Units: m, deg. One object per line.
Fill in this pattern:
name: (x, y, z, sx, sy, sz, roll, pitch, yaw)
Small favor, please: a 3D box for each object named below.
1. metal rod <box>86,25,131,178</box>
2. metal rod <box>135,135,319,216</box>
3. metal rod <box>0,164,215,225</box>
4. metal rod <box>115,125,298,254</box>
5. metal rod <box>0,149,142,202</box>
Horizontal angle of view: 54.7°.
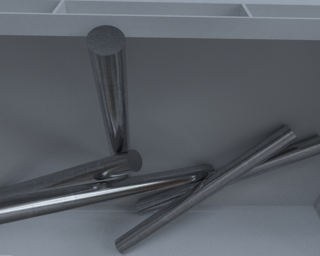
metal rod: (-0.045, 0.006, 0.335, 0.025, 0.025, 0.299, 3, 155, -3)
metal rod: (0.096, 0.079, 0.477, 0.300, 0.025, 0.025, -24, 127, 18)
metal rod: (-0.046, 0.074, 0.379, 0.303, 0.025, 0.025, -3, 138, -37)
metal rod: (0.059, 0.093, 0.444, 0.300, 0.025, 0.025, -36, 123, 10)
metal rod: (-0.146, 0.074, 0.419, 0.300, 0.025, 0.025, -18, 130, 34)
